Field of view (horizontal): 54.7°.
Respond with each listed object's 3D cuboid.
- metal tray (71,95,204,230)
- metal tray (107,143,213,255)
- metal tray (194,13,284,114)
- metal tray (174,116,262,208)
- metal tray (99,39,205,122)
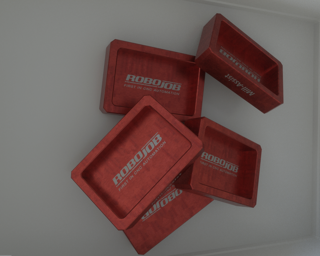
[{"bbox_3d":[-0.025,0.038,0.353,0.090,0.030,0.130,43,88,16],"label":"metal tray"},{"bbox_3d":[0.001,0.089,0.410,0.131,0.030,0.090,-33,101,-17],"label":"metal tray"},{"bbox_3d":[0.114,-0.089,0.429,0.130,0.030,0.090,31,49,-18],"label":"metal tray"},{"bbox_3d":[0.082,0.049,0.410,0.131,0.030,0.090,23,70,-35],"label":"metal tray"},{"bbox_3d":[-0.007,-0.056,0.405,0.131,0.030,0.089,7,88,-20],"label":"metal tray"}]
